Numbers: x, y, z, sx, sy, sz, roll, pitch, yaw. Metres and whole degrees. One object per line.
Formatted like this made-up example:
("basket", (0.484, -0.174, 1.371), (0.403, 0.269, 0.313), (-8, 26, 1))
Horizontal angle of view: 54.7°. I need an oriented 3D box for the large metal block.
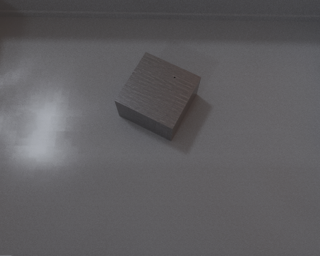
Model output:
("large metal block", (-0.002, -0.041, 0.411), (0.080, 0.050, 0.080), (26, 72, 9))
